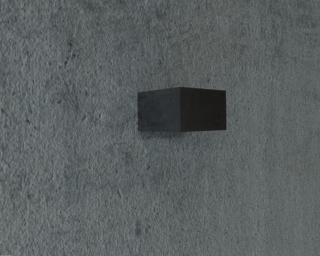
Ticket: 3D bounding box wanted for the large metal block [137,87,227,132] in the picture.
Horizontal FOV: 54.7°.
[{"bbox_3d":[0.027,-0.022,0.395,0.081,0.080,0.050,-2,92,-40],"label":"large metal block"}]
